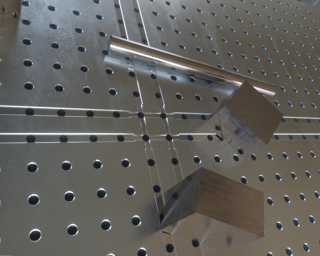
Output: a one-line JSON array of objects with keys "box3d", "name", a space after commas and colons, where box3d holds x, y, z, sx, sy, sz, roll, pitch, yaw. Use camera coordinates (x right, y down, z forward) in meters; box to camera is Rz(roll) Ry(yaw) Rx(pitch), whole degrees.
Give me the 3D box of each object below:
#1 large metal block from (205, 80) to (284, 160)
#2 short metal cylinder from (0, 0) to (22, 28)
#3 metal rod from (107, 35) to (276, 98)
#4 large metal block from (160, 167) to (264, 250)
[{"box3d": [0.130, -0.013, 0.473, 0.080, 0.050, 0.080, 43, 51, 1], "name": "large metal block"}, {"box3d": [-0.214, -0.172, 0.382, 0.081, 0.050, 0.080, 14, 56, -21], "name": "short metal cylinder"}, {"box3d": [0.064, -0.094, 0.502, 0.302, 0.025, 0.025, 11, 57, -23], "name": "metal rod"}, {"box3d": [0.057, 0.094, 0.348, 0.080, 0.080, 0.050, 24, 53, -15], "name": "large metal block"}]
